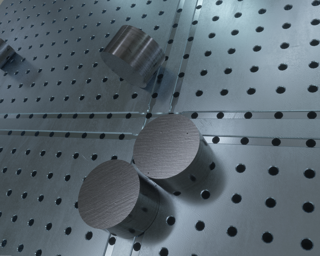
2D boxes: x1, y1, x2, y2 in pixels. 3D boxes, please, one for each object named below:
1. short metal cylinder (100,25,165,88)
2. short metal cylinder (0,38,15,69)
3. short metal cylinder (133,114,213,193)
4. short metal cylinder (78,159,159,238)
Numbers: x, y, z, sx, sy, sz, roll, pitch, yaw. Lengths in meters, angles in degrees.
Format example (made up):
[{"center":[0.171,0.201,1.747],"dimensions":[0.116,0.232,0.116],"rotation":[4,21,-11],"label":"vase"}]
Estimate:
[{"center":[-0.039,-0.104,0.456],"dimensions":[0.080,0.080,0.050],"rotation":[25,75,36],"label":"short metal cylinder"},{"center":[-0.362,-0.173,0.665],"dimensions":[0.080,0.080,0.050],"rotation":[29,78,37],"label":"short metal cylinder"},{"center":[0.016,0.030,0.364],"dimensions":[0.080,0.050,0.080],"rotation":[-13,56,20],"label":"short metal cylinder"},{"center":[-0.048,0.084,0.364],"dimensions":[0.080,0.050,0.080],"rotation":[-13,56,21],"label":"short metal cylinder"}]
